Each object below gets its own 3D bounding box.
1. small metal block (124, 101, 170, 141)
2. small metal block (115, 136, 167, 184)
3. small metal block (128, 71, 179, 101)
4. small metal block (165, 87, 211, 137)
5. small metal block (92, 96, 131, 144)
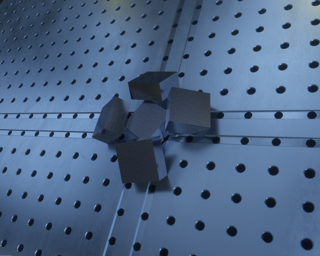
[{"bbox_3d":[-0.013,-0.006,0.416,0.050,0.025,0.050,-49,52,-7],"label":"small metal block"},{"bbox_3d":[-0.023,0.039,0.379,0.050,0.025,0.050,-9,94,23],"label":"small metal block"},{"bbox_3d":[-0.008,-0.059,0.431,0.050,0.025,0.050,6,29,31],"label":"small metal block"},{"bbox_3d":[0.035,-0.020,0.386,0.050,0.025,0.050,9,60,-7],"label":"small metal block"},{"bbox_3d":[-0.068,-0.010,0.434,0.050,0.025,0.050,-28,42,56],"label":"small metal block"}]
